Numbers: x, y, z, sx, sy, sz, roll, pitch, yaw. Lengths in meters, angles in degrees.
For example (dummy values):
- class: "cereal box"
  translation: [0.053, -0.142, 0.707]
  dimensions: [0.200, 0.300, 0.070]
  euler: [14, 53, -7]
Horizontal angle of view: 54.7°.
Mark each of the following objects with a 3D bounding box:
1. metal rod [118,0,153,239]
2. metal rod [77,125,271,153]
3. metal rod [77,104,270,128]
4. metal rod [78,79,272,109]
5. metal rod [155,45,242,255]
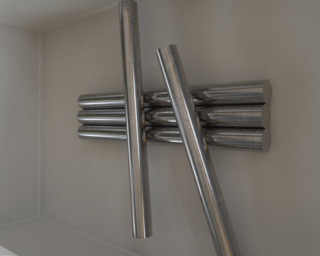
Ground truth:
- class: "metal rod"
  translation: [-0.032, -0.014, 0.396]
  dimensions: [0.025, 0.025, 0.298]
  euler: [-7, 86, 39]
- class: "metal rod"
  translation: [-0.008, 0.010, 0.410]
  dimensions: [0.300, 0.025, 0.025]
  euler: [1, 91, 39]
- class: "metal rod"
  translation: [-0.008, -0.015, 0.410]
  dimensions: [0.300, 0.025, 0.025]
  euler: [1, 91, 39]
- class: "metal rod"
  translation: [-0.007, -0.040, 0.409]
  dimensions: [0.300, 0.025, 0.025]
  euler: [1, 91, 39]
- class: "metal rod"
  translation: [0.049, 0.054, 0.337]
  dimensions: [0.025, 0.025, 0.298]
  euler: [-20, 84, 38]
